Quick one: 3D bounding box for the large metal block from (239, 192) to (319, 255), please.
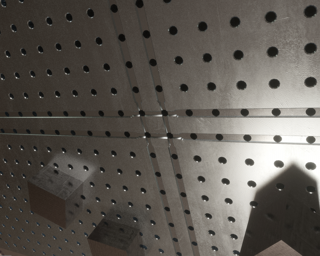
[{"bbox_3d":[0.148,0.140,0.384,0.050,0.080,0.080,37,129,3],"label":"large metal block"}]

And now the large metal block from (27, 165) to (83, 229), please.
[{"bbox_3d":[-0.191,0.127,0.571,0.080,0.050,0.079,22,127,14],"label":"large metal block"}]

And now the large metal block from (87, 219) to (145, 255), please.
[{"bbox_3d":[-0.079,0.224,0.573,0.080,0.050,0.079,8,122,23],"label":"large metal block"}]
